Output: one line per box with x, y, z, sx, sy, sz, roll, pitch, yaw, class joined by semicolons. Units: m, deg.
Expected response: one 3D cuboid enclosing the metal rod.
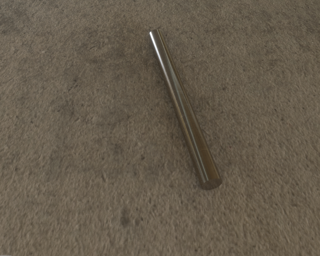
0.026;-0.048;0.443;0.025;0.025;0.300;-10;51;-8;metal rod
